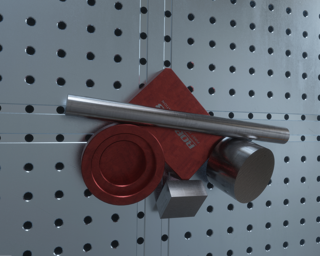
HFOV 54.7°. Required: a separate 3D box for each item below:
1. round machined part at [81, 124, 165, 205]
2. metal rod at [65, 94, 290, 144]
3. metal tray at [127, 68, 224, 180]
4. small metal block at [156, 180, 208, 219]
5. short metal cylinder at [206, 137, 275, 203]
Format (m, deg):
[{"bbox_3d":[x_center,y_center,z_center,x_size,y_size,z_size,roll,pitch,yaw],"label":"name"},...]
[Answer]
[{"bbox_3d":[-0.047,0.041,0.382,0.099,0.042,0.097,-2,97,-15],"label":"round machined part"},{"bbox_3d":[0.037,-0.007,0.394,0.302,0.025,0.025,7,88,-20],"label":"metal rod"},{"bbox_3d":[0.018,-0.004,0.419,0.090,0.030,0.130,-45,105,-15],"label":"metal tray"},{"bbox_3d":[0.028,0.094,0.410,0.050,0.025,0.050,3,132,-21],"label":"small metal block"},{"bbox_3d":[0.111,0.055,0.426,0.081,0.050,0.079,-16,118,-32],"label":"short metal cylinder"}]
